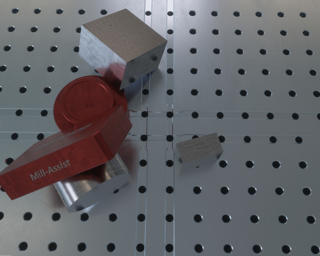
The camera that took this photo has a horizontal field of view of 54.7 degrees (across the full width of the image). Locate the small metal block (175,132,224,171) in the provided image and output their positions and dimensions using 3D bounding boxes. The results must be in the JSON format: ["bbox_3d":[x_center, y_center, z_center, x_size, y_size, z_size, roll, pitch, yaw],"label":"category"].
[{"bbox_3d":[0.047,0.031,0.387,0.050,0.050,0.025,-15,71,-6],"label":"small metal block"}]

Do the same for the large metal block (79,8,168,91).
[{"bbox_3d":[-0.051,-0.109,0.423,0.080,0.050,0.080,41,52,13],"label":"large metal block"}]

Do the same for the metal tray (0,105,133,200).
[{"bbox_3d":[-0.102,0.024,0.344,0.130,0.090,0.030,-23,107,16],"label":"metal tray"}]

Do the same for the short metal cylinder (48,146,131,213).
[{"bbox_3d":[-0.081,0.055,0.362,0.080,0.080,0.050,-31,73,-11],"label":"short metal cylinder"}]

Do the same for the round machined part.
[{"bbox_3d":[-0.093,-0.028,0.412,0.099,0.042,0.098,0,70,0],"label":"round machined part"}]
